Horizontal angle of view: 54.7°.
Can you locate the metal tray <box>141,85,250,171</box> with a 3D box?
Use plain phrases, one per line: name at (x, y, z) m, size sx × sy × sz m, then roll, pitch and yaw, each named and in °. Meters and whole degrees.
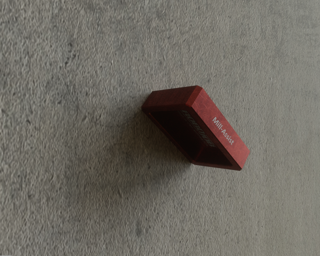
metal tray at (0.047, 0.003, 0.406) m, size 0.130 × 0.090 × 0.030 m, roll 47°, pitch 62°, yaw -30°
